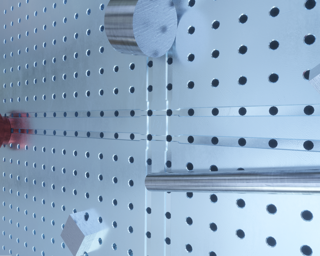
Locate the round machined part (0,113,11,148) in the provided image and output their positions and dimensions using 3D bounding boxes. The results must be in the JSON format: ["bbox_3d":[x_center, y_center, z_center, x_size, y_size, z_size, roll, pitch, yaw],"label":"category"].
[{"bbox_3d":[-0.379,0.006,0.712,0.098,0.042,0.097,0,90,40],"label":"round machined part"}]

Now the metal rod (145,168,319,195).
[{"bbox_3d":[0.103,0.056,0.324,0.300,0.025,0.025,-8,85,39],"label":"metal rod"}]

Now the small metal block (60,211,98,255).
[{"bbox_3d":[-0.138,0.179,0.524,0.050,0.025,0.050,41,115,32],"label":"small metal block"}]

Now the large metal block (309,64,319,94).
[{"bbox_3d":[0.167,-0.032,0.217,0.080,0.050,0.080,-41,88,32],"label":"large metal block"}]

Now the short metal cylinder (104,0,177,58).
[{"bbox_3d":[-0.023,-0.132,0.392,0.050,0.081,0.079,17,101,39],"label":"short metal cylinder"}]
